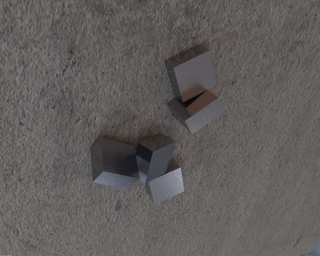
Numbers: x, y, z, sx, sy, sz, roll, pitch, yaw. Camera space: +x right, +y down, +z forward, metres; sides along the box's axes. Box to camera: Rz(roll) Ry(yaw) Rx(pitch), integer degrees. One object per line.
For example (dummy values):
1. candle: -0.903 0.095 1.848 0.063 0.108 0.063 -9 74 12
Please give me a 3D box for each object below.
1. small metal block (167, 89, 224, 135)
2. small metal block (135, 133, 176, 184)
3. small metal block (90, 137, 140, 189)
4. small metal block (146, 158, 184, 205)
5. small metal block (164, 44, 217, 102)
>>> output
1. small metal block: 0.045 -0.026 0.399 0.050 0.050 0.025 -35 129 -6
2. small metal block: -0.008 0.040 0.415 0.050 0.025 0.050 -20 131 -50
3. small metal block: -0.056 0.043 0.383 0.050 0.050 0.025 19 131 -35
4. small metal block: 0.005 0.079 0.459 0.050 0.025 0.050 -22 127 -16
5. small metal block: 0.039 -0.068 0.386 0.050 0.025 0.050 -28 128 -11
